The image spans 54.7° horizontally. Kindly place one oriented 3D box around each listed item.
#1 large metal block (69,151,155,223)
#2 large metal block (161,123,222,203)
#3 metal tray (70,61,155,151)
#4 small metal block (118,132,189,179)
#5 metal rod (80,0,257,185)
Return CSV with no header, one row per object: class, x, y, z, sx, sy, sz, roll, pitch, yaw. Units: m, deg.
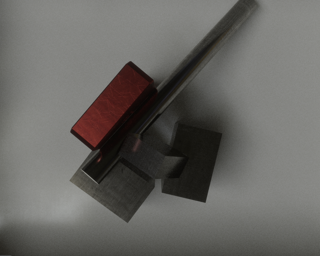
large metal block,-0.053,0.062,0.383,0.080,0.080,0.050,36,90,-1
large metal block,0.035,0.039,0.384,0.050,0.080,0.080,14,90,0
metal tray,-0.045,-0.022,0.357,0.030,0.130,0.090,40,91,0
small metal block,-0.006,0.029,0.323,0.050,0.050,0.025,30,99,31
metal rod,0.022,-0.057,0.365,0.025,0.025,0.301,42,72,0
